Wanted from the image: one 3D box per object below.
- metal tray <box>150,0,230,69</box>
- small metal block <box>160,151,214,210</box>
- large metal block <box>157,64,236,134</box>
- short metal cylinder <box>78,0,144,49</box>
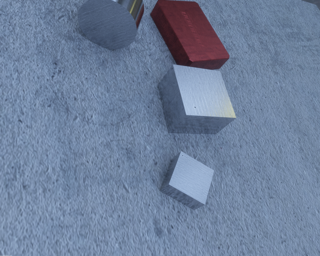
[{"bbox_3d":[0.051,-0.158,0.526,0.091,0.030,0.130,-13,69,-34],"label":"metal tray"},{"bbox_3d":[0.034,0.065,0.384,0.050,0.025,0.050,31,52,-9],"label":"small metal block"},{"bbox_3d":[0.050,-0.038,0.440,0.081,0.050,0.080,2,61,-28],"label":"large metal block"},{"bbox_3d":[-0.066,-0.157,0.430,0.080,0.080,0.050,22,53,-15],"label":"short metal cylinder"}]
